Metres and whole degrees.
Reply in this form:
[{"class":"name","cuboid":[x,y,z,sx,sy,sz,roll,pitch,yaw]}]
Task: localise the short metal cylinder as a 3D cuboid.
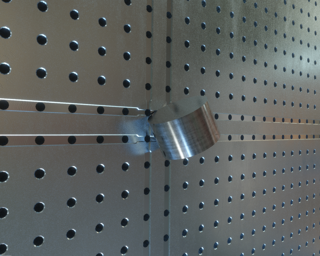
[{"class":"short metal cylinder","cuboid":[0.031,-0.002,0.397,0.080,0.080,0.050,-35,111,-34]}]
